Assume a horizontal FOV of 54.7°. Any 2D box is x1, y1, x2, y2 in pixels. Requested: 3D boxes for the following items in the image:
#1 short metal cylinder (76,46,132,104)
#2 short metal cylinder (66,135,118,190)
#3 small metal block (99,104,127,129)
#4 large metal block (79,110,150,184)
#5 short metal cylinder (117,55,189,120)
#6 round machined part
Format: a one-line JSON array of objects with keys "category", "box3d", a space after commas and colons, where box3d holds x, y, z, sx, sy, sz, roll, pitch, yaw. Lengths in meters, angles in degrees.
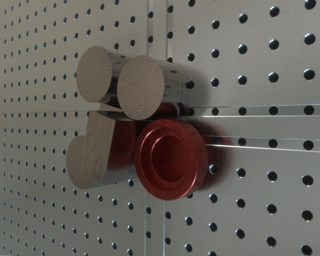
[{"category": "short metal cylinder", "box3d": [-0.079, -0.076, 0.458, 0.080, 0.050, 0.080, 0, 90, 40]}, {"category": "short metal cylinder", "box3d": [-0.099, 0.051, 0.475, 0.080, 0.050, 0.080, 0, 90, 40]}, {"category": "small metal block", "box3d": [-0.068, -0.008, 0.465, 0.050, 0.025, 0.050, 19, 102, 38]}, {"category": "large metal block", "box3d": [-0.053, 0.022, 0.413, 0.050, 0.081, 0.079, 20, 103, 38]}, {"category": "short metal cylinder", "box3d": [-0.009, -0.050, 0.401, 0.080, 0.050, 0.080, 0, 90, 40]}, {"category": "round machined part", "box3d": [0.018, 0.037, 0.384, 0.098, 0.042, 0.097, 0, 90, 40]}]
